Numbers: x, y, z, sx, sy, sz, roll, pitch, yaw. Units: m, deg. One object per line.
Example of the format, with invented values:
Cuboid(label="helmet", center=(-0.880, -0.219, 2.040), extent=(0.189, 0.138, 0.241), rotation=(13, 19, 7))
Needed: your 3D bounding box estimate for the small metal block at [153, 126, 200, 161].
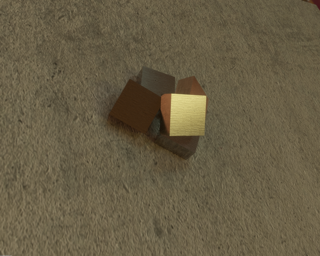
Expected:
Cuboid(label="small metal block", center=(0.025, 0.008, 0.416), extent=(0.050, 0.025, 0.050), rotation=(29, 52, -10))

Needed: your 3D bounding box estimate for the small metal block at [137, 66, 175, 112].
Cuboid(label="small metal block", center=(-0.007, -0.053, 0.436), extent=(0.050, 0.025, 0.050), rotation=(16, 55, -20))

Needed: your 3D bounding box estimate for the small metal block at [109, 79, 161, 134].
Cuboid(label="small metal block", center=(-0.030, -0.027, 0.392), extent=(0.050, 0.025, 0.050), rotation=(30, 88, -11))

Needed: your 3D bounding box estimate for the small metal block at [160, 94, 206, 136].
Cuboid(label="small metal block", center=(0.029, -0.016, 0.386), extent=(0.050, 0.025, 0.050), rotation=(0, 94, -29))

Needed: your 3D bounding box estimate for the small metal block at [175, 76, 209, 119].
Cuboid(label="small metal block", center=(0.044, -0.037, 0.439), extent=(0.050, 0.025, 0.050), rotation=(50, 42, -38))
